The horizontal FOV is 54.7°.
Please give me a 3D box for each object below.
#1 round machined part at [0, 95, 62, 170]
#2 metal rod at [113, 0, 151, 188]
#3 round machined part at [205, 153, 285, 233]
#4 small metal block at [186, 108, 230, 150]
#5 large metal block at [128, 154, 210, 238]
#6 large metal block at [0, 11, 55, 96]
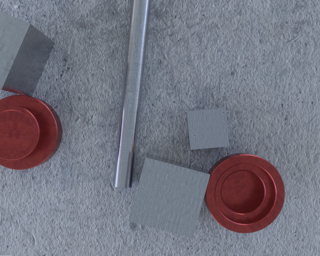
[{"bbox_3d":[-0.182,0.006,0.400,0.099,0.042,0.097,0,90,0],"label":"round machined part"},{"bbox_3d":[-0.034,-0.072,0.409,0.025,0.025,0.298,6,90,0],"label":"metal rod"},{"bbox_3d":[0.105,0.081,0.401,0.099,0.042,0.097,0,90,-2],"label":"round machined part"},{"bbox_3d":[0.062,0.001,0.410,0.050,0.025,0.050,-5,90,0],"label":"small metal block"},{"bbox_3d":[0.011,0.084,0.398,0.080,0.050,0.080,15,90,0],"label":"large metal block"},{"bbox_3d":[-0.182,-0.089,0.381,0.050,0.080,0.080,23,90,0],"label":"large metal block"}]
